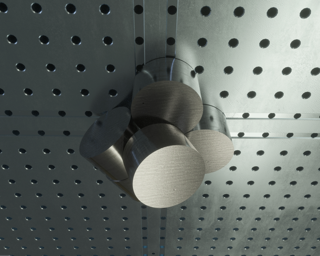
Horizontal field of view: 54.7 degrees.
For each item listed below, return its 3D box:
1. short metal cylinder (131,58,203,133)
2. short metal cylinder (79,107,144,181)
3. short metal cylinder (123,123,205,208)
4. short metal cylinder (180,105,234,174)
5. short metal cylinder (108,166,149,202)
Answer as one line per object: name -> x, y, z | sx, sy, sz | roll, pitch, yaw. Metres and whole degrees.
short metal cylinder -> 0.008, -0.035, 0.364 | 0.081, 0.050, 0.079 | 0, 130, 0
short metal cylinder -> -0.054, 0.019, 0.391 | 0.080, 0.080, 0.050 | -27, 125, 21
short metal cylinder -> 0.003, 0.041, 0.346 | 0.081, 0.050, 0.079 | -9, 119, -16
short metal cylinder -> 0.053, 0.016, 0.408 | 0.081, 0.050, 0.079 | 0, 130, 0
short metal cylinder -> -0.027, 0.052, 0.419 | 0.080, 0.080, 0.050 | -27, 125, 20
